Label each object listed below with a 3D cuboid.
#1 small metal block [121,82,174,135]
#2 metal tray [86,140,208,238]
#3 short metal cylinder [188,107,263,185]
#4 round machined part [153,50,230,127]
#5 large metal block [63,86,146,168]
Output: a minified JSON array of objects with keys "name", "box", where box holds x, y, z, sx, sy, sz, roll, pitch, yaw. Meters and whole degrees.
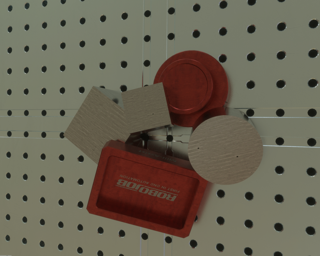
[{"name":"small metal block","box":[-0.014,-0.022,0.368,0.050,0.025,0.050,-13,83,8]},{"name":"metal tray","box":[-0.015,0.076,0.385,0.131,0.030,0.089,16,103,-3]},{"name":"short metal cylinder","box":[0.074,0.019,0.361,0.080,0.050,0.079,2,104,8]},{"name":"round machined part","box":[0.036,-0.050,0.390,0.098,0.042,0.097,0,90,20]},{"name":"large metal block","box":[-0.070,0.000,0.424,0.080,0.050,0.080,37,102,16]}]
